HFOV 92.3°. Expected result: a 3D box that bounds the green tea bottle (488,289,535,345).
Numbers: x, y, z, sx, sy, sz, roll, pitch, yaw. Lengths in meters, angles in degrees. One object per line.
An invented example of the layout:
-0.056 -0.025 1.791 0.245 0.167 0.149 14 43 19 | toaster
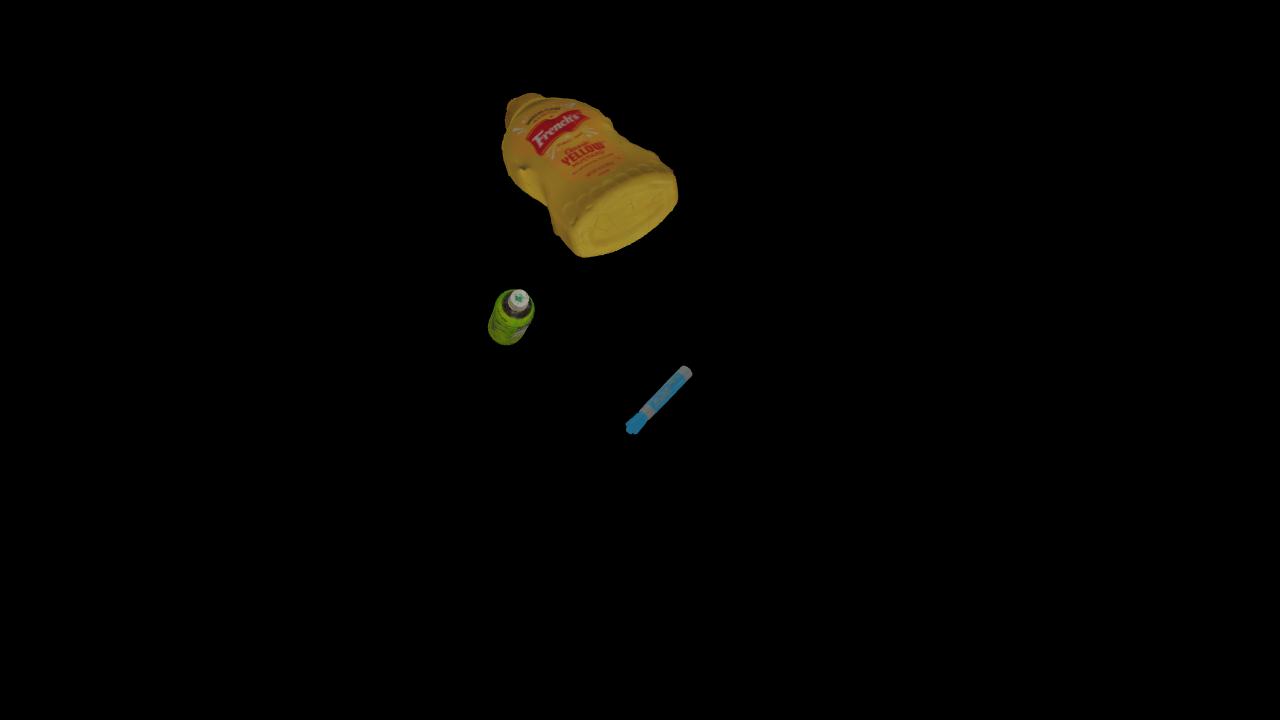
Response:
-0.225 -0.080 1.088 0.073 0.073 0.212 0 -11 -21 | green tea bottle

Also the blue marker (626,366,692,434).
0.024 0.050 0.768 0.020 0.020 0.121 0 36 50 | blue marker

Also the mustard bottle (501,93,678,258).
-0.057 -0.157 0.475 0.092 0.184 0.054 -35 -33 -7 | mustard bottle
